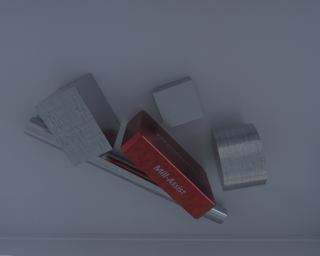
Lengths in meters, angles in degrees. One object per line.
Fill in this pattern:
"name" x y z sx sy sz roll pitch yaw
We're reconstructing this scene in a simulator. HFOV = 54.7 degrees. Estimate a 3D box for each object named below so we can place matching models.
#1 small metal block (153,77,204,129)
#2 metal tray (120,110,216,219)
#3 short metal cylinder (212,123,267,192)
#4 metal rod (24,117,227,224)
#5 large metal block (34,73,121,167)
"small metal block" 0.023 -0.033 0.397 0.050 0.025 0.050 -19 109 6
"metal tray" 0.011 0.043 0.390 0.030 0.090 0.130 -42 105 13
"short metal cylinder" 0.098 0.037 0.395 0.050 0.080 0.079 -11 110 4
"metal rod" -0.040 0.063 0.433 0.301 0.025 0.025 27 108 -10
"large metal block" -0.093 -0.013 0.374 0.050 0.080 0.080 -25 109 8
